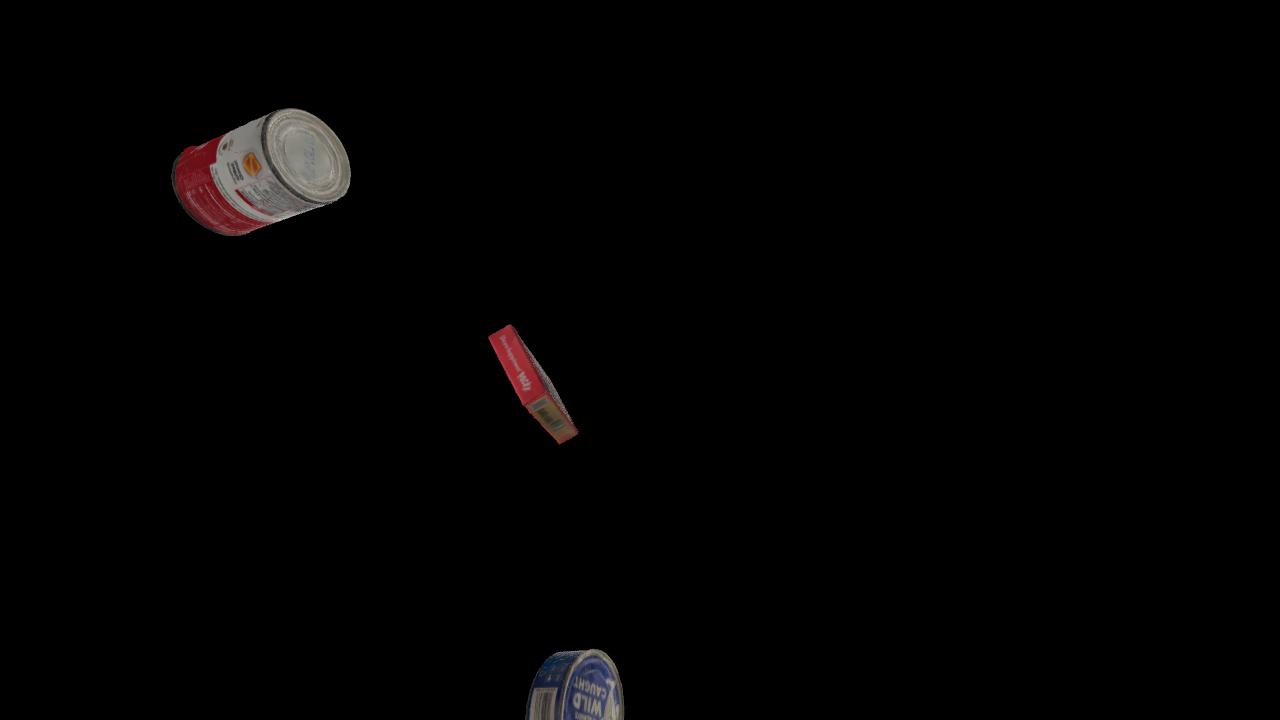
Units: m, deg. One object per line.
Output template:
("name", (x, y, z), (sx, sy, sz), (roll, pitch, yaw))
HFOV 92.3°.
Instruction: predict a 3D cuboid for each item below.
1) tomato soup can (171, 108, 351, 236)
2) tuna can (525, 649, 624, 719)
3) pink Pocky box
("tomato soup can", (-0.270, -0.133, 0.441), (0.101, 0.068, 0.068), (-8, -4, 24))
("tuna can", (-0.046, 0.259, 0.451), (0.034, 0.084, 0.084), (-16, -7, 24))
("pink Pocky box", (-0.109, 0.031, 0.650), (0.029, 0.084, 0.155), (-30, -21, -6))
